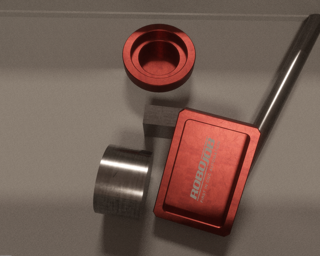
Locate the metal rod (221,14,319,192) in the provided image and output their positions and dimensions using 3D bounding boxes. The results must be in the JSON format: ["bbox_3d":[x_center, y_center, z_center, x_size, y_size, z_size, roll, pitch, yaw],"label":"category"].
[{"bbox_3d":[0.163,-0.044,0.427,0.025,0.025,0.300,29,72,10],"label":"metal rod"}]

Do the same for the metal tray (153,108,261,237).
[{"bbox_3d":[0.052,0.049,0.357,0.090,0.030,0.129,15,100,6],"label":"metal tray"}]

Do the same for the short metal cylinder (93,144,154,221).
[{"bbox_3d":[-0.040,0.062,0.357,0.050,0.080,0.080,10,70,3],"label":"short metal cylinder"}]

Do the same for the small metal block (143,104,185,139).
[{"bbox_3d":[0.006,-0.006,0.399,0.050,0.050,0.025,7,70,2],"label":"small metal block"}]

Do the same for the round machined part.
[{"bbox_3d":[-0.001,-0.093,0.435,0.099,0.042,0.098,0,70,-1],"label":"round machined part"}]
